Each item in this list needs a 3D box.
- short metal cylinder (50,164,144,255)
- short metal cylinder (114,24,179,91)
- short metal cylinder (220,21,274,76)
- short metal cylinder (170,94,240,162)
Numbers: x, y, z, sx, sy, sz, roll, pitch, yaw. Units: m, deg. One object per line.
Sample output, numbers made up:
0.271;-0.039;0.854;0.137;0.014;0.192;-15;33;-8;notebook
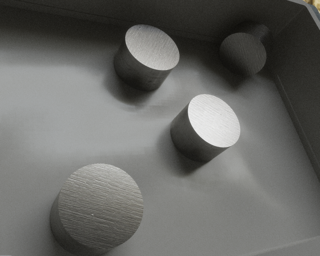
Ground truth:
-0.063;0.082;0.307;0.081;0.050;0.080;14;56;-21;short metal cylinder
-0.020;-0.099;0.441;0.081;0.050;0.080;14;56;-21;short metal cylinder
0.151;-0.138;0.539;0.080;0.080;0.050;40;51;-2;short metal cylinder
0.061;0.001;0.424;0.081;0.050;0.080;14;56;-21;short metal cylinder
